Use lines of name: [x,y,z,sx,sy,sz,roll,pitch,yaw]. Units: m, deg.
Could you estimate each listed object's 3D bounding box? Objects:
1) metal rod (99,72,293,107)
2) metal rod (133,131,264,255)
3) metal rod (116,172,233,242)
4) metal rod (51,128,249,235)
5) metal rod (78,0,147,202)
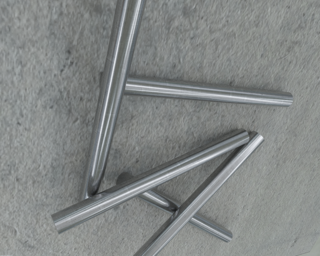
metal rod: [0.069,-0.048,0.416,0.303,0.025,0.025,1,118,-29]
metal rod: [0.054,0.117,0.482,0.301,0.025,0.025,-44,130,-9]
metal rod: [0.041,0.143,0.519,0.025,0.025,0.301,-48,129,5]
metal rod: [0.004,0.063,0.425,0.302,0.025,0.025,-22,127,-25]
metal rod: [-0.060,-0.009,0.342,0.025,0.025,0.298,-1,127,-28]
